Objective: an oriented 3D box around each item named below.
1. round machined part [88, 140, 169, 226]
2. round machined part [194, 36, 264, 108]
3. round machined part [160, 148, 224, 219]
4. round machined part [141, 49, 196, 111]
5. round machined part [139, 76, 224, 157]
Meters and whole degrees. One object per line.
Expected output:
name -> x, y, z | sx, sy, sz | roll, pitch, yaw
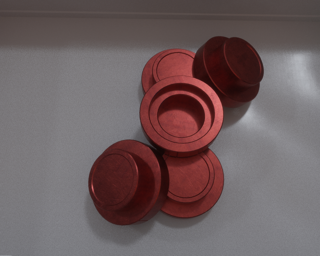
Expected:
round machined part -> -0.042, 0.061, 0.354 | 0.098, 0.042, 0.098 | -9, 72, 28
round machined part -> 0.097, -0.079, 0.406 | 0.099, 0.042, 0.098 | 13, 64, -28
round machined part -> 0.029, 0.059, 0.377 | 0.099, 0.042, 0.098 | 0, 70, -1
round machined part -> 0.024, -0.068, 0.424 | 0.099, 0.042, 0.098 | 0, 70, -1
round machined part -> 0.025, -0.011, 0.380 | 0.099, 0.042, 0.098 | 0, 70, -1
